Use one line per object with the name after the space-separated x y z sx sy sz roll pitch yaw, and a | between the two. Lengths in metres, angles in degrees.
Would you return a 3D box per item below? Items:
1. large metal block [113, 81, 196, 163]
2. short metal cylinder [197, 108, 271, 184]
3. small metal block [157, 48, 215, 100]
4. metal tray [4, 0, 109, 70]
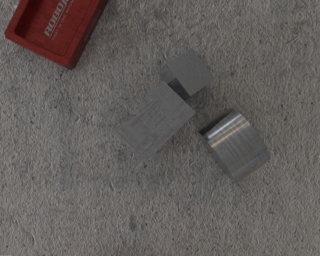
-0.006 -0.007 0.382 0.050 0.080 0.080 45 90 0 | large metal block
0.090 0.022 0.383 0.050 0.080 0.080 -35 90 0 | short metal cylinder
0.034 -0.067 0.399 0.050 0.025 0.050 -37 90 -31 | small metal block
-0.130 -0.154 0.406 0.090 0.030 0.130 26 90 0 | metal tray
